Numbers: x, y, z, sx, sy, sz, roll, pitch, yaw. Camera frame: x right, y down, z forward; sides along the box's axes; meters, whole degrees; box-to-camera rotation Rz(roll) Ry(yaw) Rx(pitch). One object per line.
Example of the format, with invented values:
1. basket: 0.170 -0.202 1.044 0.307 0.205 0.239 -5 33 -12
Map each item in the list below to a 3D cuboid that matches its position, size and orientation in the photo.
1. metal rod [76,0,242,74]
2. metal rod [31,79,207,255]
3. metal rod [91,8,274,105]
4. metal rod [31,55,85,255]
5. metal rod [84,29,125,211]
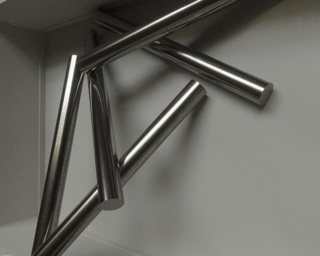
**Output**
1. metal rod: 0.024 -0.126 0.349 0.300 0.025 0.025 -18 79 27
2. metal rod: -0.054 0.062 0.358 0.300 0.025 0.025 -48 57 -5
3. metal rod: 0.006 -0.104 0.400 0.300 0.025 0.025 34 111 34
4. metal rod: -0.131 0.048 0.400 0.025 0.025 0.299 -5 73 39
5. metal rod: -0.079 -0.036 0.403 0.025 0.025 0.300 -44 43 31
